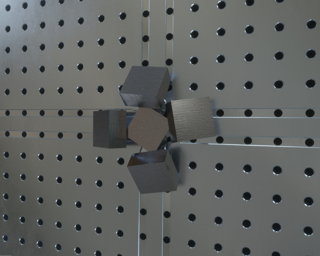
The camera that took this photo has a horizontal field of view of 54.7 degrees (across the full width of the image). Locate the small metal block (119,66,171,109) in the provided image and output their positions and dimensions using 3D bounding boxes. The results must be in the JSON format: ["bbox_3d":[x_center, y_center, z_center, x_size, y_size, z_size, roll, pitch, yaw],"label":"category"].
[{"bbox_3d":[-0.018,-0.054,0.405,0.050,0.025,0.050,7,56,20],"label":"small metal block"}]

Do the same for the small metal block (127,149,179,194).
[{"bbox_3d":[-0.008,0.057,0.401,0.050,0.025,0.050,-10,123,19],"label":"small metal block"}]

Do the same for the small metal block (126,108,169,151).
[{"bbox_3d":[-0.012,0.001,0.415,0.050,0.025,0.050,33,100,16],"label":"small metal block"}]

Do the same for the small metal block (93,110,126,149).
[{"bbox_3d":[-0.069,0.001,0.423,0.050,0.025,0.050,0,90,54],"label":"small metal block"}]

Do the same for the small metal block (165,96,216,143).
[{"bbox_3d":[0.038,-0.010,0.386,0.050,0.025,0.050,-8,86,-16],"label":"small metal block"}]
